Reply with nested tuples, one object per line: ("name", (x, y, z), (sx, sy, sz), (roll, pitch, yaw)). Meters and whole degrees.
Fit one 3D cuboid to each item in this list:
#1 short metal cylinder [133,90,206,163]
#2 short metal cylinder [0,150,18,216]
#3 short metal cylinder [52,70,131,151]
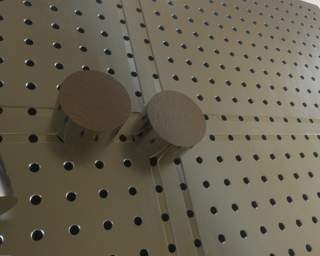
("short metal cylinder", (0.012, -0.001, 0.399), (0.081, 0.050, 0.080), (14, 56, -21))
("short metal cylinder", (-0.166, 0.051, 0.252), (0.081, 0.080, 0.050), (-17, 71, -35))
("short metal cylinder", (-0.080, -0.020, 0.361), (0.081, 0.050, 0.080), (14, 56, -21))
